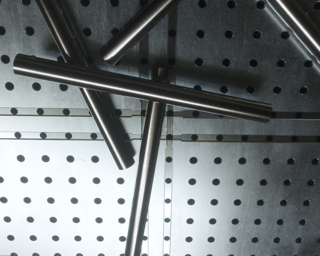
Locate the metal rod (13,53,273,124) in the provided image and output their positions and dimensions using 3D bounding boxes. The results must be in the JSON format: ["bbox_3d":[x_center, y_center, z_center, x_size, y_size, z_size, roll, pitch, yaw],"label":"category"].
[{"bbox_3d":[-0.016,-0.045,0.368,0.302,0.025,0.025,11,110,-4],"label":"metal rod"}]

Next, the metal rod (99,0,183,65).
[{"bbox_3d":[0.046,-0.172,0.328,0.299,0.025,0.025,-38,106,21],"label":"metal rod"}]

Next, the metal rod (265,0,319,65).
[{"bbox_3d":[0.159,-0.131,0.366,0.300,0.025,0.025,42,105,-14],"label":"metal rod"}]

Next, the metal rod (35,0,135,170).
[{"bbox_3d":[-0.101,-0.079,0.383,0.025,0.025,0.299,-20,109,7],"label":"metal rod"}]

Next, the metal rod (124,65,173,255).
[{"bbox_3d":[-0.020,0.062,0.435,0.025,0.025,0.298,8,110,-3],"label":"metal rod"}]
